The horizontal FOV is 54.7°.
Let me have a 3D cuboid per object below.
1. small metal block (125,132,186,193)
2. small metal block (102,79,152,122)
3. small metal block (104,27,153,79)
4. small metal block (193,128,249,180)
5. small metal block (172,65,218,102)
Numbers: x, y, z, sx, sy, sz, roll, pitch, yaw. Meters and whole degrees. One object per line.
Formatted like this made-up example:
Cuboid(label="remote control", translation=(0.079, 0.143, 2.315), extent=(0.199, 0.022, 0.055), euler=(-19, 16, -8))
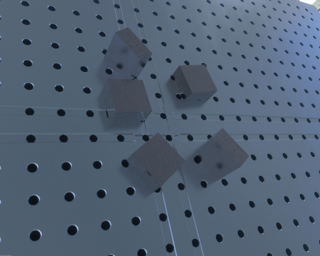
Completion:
Cuboid(label="small metal block", translation=(-0.005, 0.042, 0.381), extent=(0.050, 0.025, 0.050), euler=(47, 51, 4))
Cuboid(label="small metal block", translation=(-0.044, -0.037, 0.408), extent=(0.050, 0.025, 0.050), euler=(-3, 63, -30))
Cuboid(label="small metal block", translation=(-0.045, -0.101, 0.431), extent=(0.050, 0.050, 0.025), euler=(48, 51, 5))
Cuboid(label="small metal block", translation=(0.081, 0.036, 0.416), extent=(0.050, 0.050, 0.025), euler=(47, 51, 4))
Cuboid(label="small metal block", translation=(0.054, -0.070, 0.482), extent=(0.050, 0.025, 0.050), euler=(-9, 66, -32))
